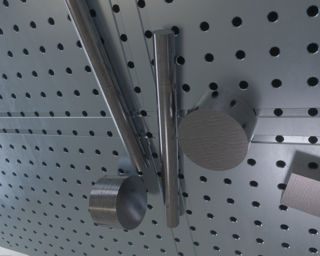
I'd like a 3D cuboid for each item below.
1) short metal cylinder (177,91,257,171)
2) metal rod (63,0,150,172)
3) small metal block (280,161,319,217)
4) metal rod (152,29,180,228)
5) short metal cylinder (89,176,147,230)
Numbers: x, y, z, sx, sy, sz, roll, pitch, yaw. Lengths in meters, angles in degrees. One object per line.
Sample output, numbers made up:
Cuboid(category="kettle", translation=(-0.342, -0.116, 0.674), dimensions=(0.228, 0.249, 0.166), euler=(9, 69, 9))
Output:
Cuboid(category="short metal cylinder", translation=(0.067, 0.003, 0.362), dimensions=(0.080, 0.050, 0.079), euler=(13, 124, 21))
Cuboid(category="metal rod", translation=(-0.074, -0.072, 0.405), dimensions=(0.025, 0.025, 0.298), euler=(-6, 116, 31))
Cuboid(category="small metal block", translation=(0.175, 0.072, 0.364), dimensions=(0.050, 0.025, 0.050), euler=(17, 125, 18))
Cuboid(category="metal rod", translation=(0.011, 0.022, 0.418), dimensions=(0.025, 0.025, 0.298), euler=(11, 123, 22))
Cuboid(category="short metal cylinder", translation=(-0.063, 0.114, 0.479), dimensions=(0.050, 0.080, 0.080), euler=(-5, 116, 30))
